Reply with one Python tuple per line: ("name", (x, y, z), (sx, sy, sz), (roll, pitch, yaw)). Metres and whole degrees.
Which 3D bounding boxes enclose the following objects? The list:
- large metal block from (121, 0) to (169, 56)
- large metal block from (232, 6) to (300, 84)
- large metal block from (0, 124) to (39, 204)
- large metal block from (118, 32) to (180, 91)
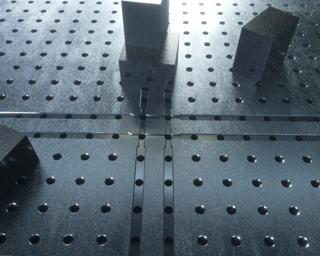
("large metal block", (-0.018, -0.162, 0.443), (0.050, 0.080, 0.080), (8, 50, 6))
("large metal block", (0.163, -0.129, 0.483), (0.050, 0.080, 0.080), (35, 58, 25))
("large metal block", (-0.205, 0.038, 0.357), (0.080, 0.050, 0.080), (20, 53, 15))
("large metal block", (-0.014, -0.107, 0.481), (0.080, 0.050, 0.080), (6, 50, 4))
